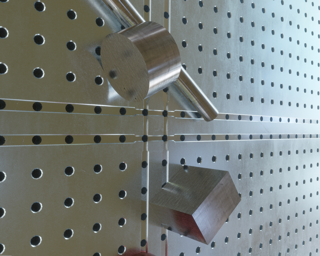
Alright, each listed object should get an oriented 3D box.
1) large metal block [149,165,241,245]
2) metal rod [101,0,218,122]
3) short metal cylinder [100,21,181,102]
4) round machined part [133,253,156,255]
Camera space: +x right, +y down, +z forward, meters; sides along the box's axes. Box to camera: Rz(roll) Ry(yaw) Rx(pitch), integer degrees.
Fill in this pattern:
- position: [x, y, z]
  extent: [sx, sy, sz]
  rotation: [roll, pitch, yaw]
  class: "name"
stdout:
- position: [0.047, 0.098, 0.415]
  extent: [0.080, 0.080, 0.050]
  rotation: [-41, 116, -32]
  class: "large metal block"
- position: [-0.012, -0.110, 0.400]
  extent: [0.300, 0.025, 0.025]
  rotation: [45, 63, -31]
  class: "metal rod"
- position: [-0.023, -0.076, 0.356]
  extent: [0.050, 0.080, 0.080]
  rotation: [-33, 111, -35]
  class: "short metal cylinder"
- position: [-0.017, 0.212, 0.387]
  extent: [0.099, 0.042, 0.097]
  rotation: [0, 90, -40]
  class: "round machined part"
